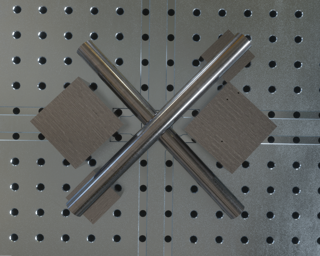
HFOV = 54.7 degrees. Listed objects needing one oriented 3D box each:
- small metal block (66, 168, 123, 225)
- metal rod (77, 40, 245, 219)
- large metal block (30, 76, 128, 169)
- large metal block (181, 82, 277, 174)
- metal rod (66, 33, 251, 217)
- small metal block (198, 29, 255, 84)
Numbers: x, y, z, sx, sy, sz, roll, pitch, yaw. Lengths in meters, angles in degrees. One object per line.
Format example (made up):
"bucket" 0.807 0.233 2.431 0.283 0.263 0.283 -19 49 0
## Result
"small metal block" -0.086 0.090 0.413 0.050 0.025 0.050 45 90 0
"metal rod" 0.001 0.002 0.412 0.025 0.025 0.300 -43 90 0
"large metal block" -0.101 -0.006 0.400 0.080 0.050 0.080 -43 90 0
"large metal block" 0.086 0.000 0.401 0.080 0.050 0.080 43 90 0
"metal rod" -0.001 -0.004 0.388 0.300 0.025 0.025 -45 90 0
"small metal block" 0.088 -0.093 0.414 0.050 0.025 0.050 -44 90 0
